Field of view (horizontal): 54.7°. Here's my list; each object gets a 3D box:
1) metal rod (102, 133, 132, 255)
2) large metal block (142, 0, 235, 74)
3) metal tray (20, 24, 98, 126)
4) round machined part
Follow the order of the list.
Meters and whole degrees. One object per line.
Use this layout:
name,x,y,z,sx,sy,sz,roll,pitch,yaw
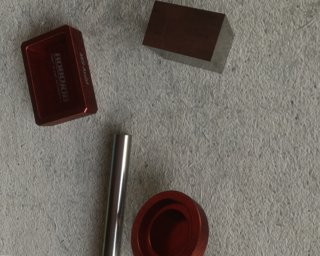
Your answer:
metal rod,-0.066,0.157,0.432,0.025,0.025,0.298,7,92,20
large metal block,0.037,-0.104,0.367,0.080,0.080,0.050,19,97,19
metal tray,-0.150,-0.075,0.459,0.090,0.030,0.129,-14,85,19
round machined part,0.016,0.130,0.379,0.098,0.042,0.098,-21,49,27
